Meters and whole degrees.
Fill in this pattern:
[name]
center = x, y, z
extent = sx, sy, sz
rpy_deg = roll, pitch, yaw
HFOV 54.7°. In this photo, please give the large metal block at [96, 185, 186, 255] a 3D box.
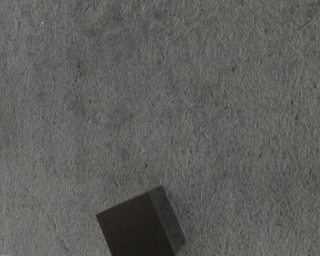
[large metal block]
center = -0.024, 0.131, 0.404
extent = 0.080, 0.050, 0.080
rpy_deg = -27, 81, 18
